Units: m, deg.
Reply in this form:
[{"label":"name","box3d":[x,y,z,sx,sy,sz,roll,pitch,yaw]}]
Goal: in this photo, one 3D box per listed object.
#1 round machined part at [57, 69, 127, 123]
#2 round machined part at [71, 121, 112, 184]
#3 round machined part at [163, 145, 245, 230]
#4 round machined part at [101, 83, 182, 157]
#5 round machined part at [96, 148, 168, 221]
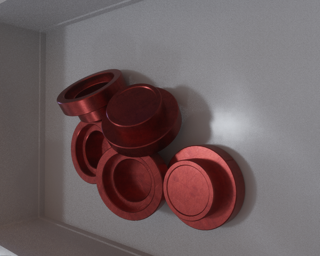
[{"label":"round machined part","box3d":[-0.092,-0.043,0.444,0.098,0.098,0.042,4,128,39]},{"label":"round machined part","box3d":[-0.086,0.032,0.461,0.098,0.042,0.097,0,90,39]},{"label":"round machined part","box3d":[0.043,0.068,0.356,0.098,0.042,0.097,0,90,39]},{"label":"round machined part","box3d":[-0.026,-0.016,0.377,0.098,0.042,0.098,-9,50,11]},{"label":"round machined part","box3d":[-0.031,0.066,0.402,0.098,0.042,0.097,3,97,26]}]
